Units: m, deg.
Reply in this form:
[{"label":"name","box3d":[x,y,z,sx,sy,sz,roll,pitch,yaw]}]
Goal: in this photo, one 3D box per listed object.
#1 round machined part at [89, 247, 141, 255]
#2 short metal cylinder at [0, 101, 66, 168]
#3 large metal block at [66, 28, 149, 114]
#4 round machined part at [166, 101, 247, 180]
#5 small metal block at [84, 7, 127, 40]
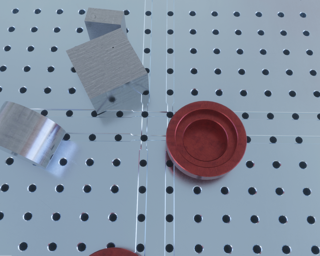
[{"label":"round machined part","box3d":[-0.053,0.182,0.336,0.099,0.042,0.098,0,70,0]},{"label":"short metal cylinder","box3d":[-0.164,0.010,0.378,0.080,0.080,0.050,21,72,7]},{"label":"large metal block","box3d":[-0.070,-0.078,0.426,0.080,0.050,0.080,-26,72,-9]},{"label":"round machined part","box3d":[0.057,0.018,0.396,0.099,0.042,0.098,0,70,0]},{"label":"small metal block","box3d":[-0.077,-0.144,0.449,0.050,0.050,0.025,7,66,2]}]
